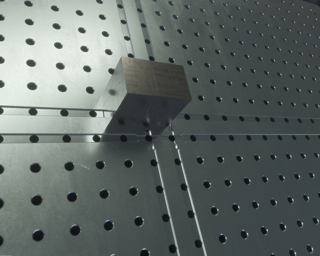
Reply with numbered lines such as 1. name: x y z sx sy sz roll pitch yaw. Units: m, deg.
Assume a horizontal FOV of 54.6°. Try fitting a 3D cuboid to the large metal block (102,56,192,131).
1. large metal block: -0.020 -0.038 0.385 0.081 0.080 0.050 3 61 -27
